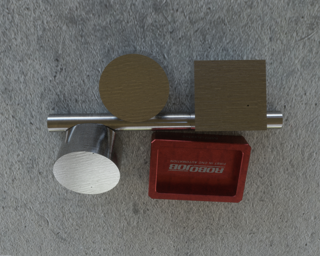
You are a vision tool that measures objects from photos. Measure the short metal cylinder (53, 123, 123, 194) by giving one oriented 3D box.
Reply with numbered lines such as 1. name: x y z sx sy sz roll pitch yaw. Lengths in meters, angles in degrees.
1. short metal cylinder: -0.090 0.040 0.399 0.081 0.050 0.079 -1 131 -1

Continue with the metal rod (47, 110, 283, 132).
1. metal rod: 0.007 -0.009 0.409 0.302 0.025 0.025 -1 110 0

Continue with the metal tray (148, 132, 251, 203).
1. metal tray: 0.051 0.055 0.428 0.131 0.030 0.089 3 110 -2

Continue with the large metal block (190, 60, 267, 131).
1. large metal block: 0.079 -0.036 0.372 0.081 0.050 0.080 -1 89 0

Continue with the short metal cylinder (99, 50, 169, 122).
1. short metal cylinder: -0.029 -0.053 0.378 0.081 0.050 0.079 0 110 0
